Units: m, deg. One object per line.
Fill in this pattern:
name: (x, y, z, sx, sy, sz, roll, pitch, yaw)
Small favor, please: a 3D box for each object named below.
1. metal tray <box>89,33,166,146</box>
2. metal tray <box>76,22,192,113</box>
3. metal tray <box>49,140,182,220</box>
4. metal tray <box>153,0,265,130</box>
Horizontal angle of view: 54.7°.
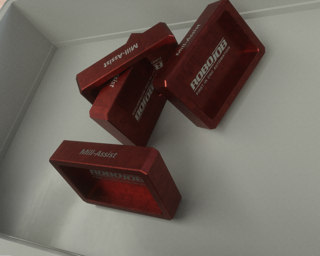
metal tray: (-0.029, -0.048, 0.408, 0.030, 0.090, 0.130, 10, 67, 33)
metal tray: (-0.029, -0.066, 0.404, 0.130, 0.090, 0.030, -31, 54, 6)
metal tray: (-0.050, 0.058, 0.351, 0.130, 0.090, 0.030, 3, 46, 29)
metal tray: (0.063, -0.075, 0.374, 0.130, 0.090, 0.030, -55, 28, -11)
